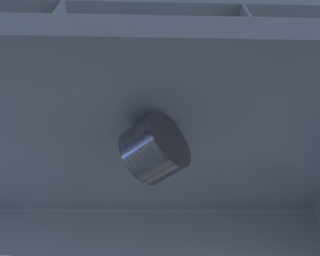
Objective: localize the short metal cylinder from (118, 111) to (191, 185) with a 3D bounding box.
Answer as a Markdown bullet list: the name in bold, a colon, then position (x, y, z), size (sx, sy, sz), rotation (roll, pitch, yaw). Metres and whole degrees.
- **short metal cylinder**: position (-0.006, 0.025, 0.391), size (0.050, 0.080, 0.080), rotation (-34, 123, 25)
